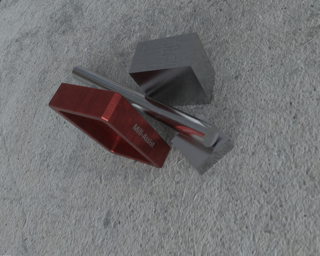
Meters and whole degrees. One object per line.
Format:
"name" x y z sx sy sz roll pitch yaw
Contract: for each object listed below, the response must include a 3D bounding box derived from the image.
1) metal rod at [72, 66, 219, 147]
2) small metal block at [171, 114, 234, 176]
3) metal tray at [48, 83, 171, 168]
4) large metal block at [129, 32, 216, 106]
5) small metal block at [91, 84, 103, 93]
"metal rod" -0.043 -0.043 0.435 0.300 0.025 0.025 28 77 42
"small metal block" 0.050 0.019 0.367 0.050 0.025 0.050 -41 51 0
"metal tray" -0.054 0.000 0.365 0.090 0.130 0.030 13 69 33
"large metal block" 0.019 -0.071 0.401 0.080 0.080 0.050 -2 61 27
"small metal block" -0.082 -0.027 0.447 0.025 0.050 0.050 -39 51 2
